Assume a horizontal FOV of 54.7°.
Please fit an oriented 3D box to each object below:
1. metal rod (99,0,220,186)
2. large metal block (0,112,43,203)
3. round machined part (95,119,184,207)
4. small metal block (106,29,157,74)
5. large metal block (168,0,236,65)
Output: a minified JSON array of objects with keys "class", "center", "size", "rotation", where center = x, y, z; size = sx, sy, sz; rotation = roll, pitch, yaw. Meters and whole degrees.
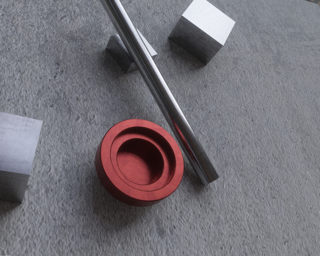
[{"class":"metal rod","center":[-0.006,-0.062,0.413],"size":[0.025,0.025,0.299],"rotation":[-25,83,-37]},{"class":"large metal block","center":[-0.154,0.025,0.270],"size":[0.081,0.080,0.050],"rotation":[14,56,-21]},{"class":"round machined part","center":[-0.026,0.042,0.353],"size":[0.099,0.042,0.098],"rotation":[14,56,-21]},{"class":"small metal block","center":[-0.041,-0.112,0.450],"size":[0.050,0.025,0.050],"rotation":[-30,79,-38]},{"class":"large metal block","center":[0.072,-0.168,0.529],"size":[0.080,0.050,0.080],"rotation":[35,51,-6]}]
